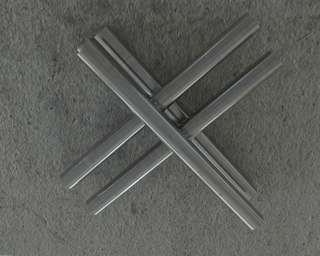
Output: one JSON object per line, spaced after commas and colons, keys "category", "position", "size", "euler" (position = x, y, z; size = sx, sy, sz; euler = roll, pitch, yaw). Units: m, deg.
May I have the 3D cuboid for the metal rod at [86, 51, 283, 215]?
{"category": "metal rod", "position": [0.021, 0.014, 0.390], "size": [0.300, 0.025, 0.025], "euler": [-40, 106, 13]}

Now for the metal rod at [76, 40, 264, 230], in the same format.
{"category": "metal rod", "position": [0.023, 0.019, 0.365], "size": [0.025, 0.025, 0.300], "euler": [-41, 106, 13]}

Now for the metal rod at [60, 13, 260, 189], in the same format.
{"category": "metal rod", "position": [-0.010, -0.024, 0.375], "size": [0.300, 0.025, 0.025], "euler": [-40, 106, 13]}

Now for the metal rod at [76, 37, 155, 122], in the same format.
{"category": "metal rod", "position": [0.008, 0.004, 0.412], "size": [0.025, 0.025, 0.300], "euler": [-40, 106, 13]}

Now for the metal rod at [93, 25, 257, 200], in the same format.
{"category": "metal rod", "position": [0.029, -0.010, 0.408], "size": [0.025, 0.025, 0.300], "euler": [-40, 106, 13]}
